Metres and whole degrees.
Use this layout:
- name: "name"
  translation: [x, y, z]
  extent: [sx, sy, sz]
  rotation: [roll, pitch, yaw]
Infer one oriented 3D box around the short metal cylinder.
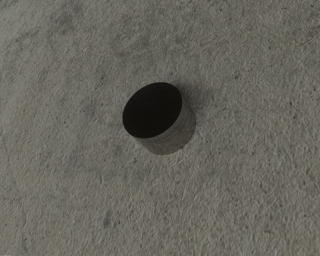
- name: "short metal cylinder"
  translation: [0.000, -0.011, 0.395]
  extent: [0.080, 0.050, 0.080]
  rotation: [-13, 56, 20]
